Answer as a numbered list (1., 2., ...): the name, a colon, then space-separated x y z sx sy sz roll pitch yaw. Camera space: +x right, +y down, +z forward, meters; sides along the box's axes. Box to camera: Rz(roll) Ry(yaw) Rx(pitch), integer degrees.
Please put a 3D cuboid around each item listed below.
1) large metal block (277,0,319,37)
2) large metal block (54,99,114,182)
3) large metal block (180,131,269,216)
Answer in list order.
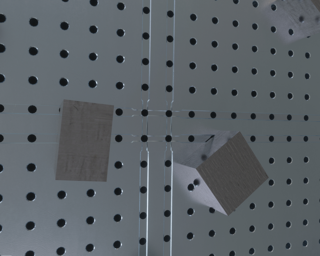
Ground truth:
1. large metal block: 0.248 -0.207 0.490 0.080 0.050 0.080 44 76 -15
2. large metal block: -0.089 0.013 0.351 0.050 0.080 0.080 6 88 -20
3. large metal block: 0.089 0.060 0.432 0.080 0.050 0.080 -38 102 -16
